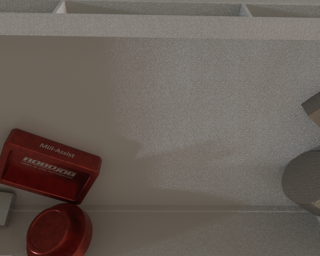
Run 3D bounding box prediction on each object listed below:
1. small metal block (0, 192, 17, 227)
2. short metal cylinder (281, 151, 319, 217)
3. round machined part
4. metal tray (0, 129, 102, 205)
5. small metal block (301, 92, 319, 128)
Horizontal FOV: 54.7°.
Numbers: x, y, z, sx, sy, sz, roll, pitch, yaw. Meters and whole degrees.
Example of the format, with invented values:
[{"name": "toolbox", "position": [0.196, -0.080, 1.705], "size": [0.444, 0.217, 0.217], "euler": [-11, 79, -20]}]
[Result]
[{"name": "small metal block", "position": [-0.265, 0.129, 0.494], "size": [0.050, 0.050, 0.025], "euler": [9, 155, -9]}, {"name": "short metal cylinder", "position": [0.226, 0.080, 0.445], "size": [0.050, 0.080, 0.080], "euler": [32, 123, -25]}, {"name": "round machined part", "position": [-0.153, 0.155, 0.454], "size": [0.098, 0.098, 0.042], "euler": [-15, 140, 11]}, {"name": "metal tray", "position": [-0.164, 0.061, 0.455], "size": [0.131, 0.030, 0.089], "euler": [22, 127, -18]}, {"name": "small metal block", "position": [0.219, -0.024, 0.392], "size": [0.050, 0.025, 0.050], "euler": [34, 122, -26]}]
